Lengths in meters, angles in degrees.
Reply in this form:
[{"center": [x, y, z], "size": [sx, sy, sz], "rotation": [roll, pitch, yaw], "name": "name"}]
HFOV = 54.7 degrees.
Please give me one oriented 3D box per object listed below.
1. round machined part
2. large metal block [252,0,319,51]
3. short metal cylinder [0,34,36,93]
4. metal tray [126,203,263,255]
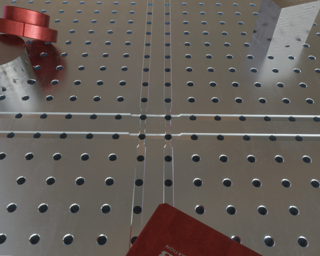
[{"center": [-0.217, -0.169, 0.502], "size": [0.099, 0.042, 0.098], "rotation": [11, 12, -2], "name": "round machined part"}, {"center": [0.216, -0.188, 0.533], "size": [0.081, 0.080, 0.050], "rotation": [-17, 52, -14], "name": "large metal block"}, {"center": [-0.239, -0.099, 0.471], "size": [0.081, 0.050, 0.080], "rotation": [0, 50, 0], "name": "short metal cylinder"}, {"center": [0.034, 0.140, 0.288], "size": [0.130, 0.030, 0.090], "rotation": [25, 54, 19], "name": "metal tray"}]
